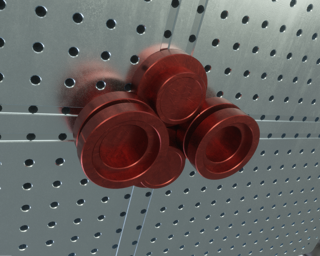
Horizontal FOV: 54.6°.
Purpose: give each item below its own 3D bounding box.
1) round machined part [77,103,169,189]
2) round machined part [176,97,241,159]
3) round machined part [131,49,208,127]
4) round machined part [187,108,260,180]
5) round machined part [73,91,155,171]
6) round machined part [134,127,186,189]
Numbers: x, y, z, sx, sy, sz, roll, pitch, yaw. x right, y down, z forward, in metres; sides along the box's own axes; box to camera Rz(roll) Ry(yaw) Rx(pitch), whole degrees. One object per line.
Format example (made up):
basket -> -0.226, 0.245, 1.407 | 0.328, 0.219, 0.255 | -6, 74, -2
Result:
round machined part -> -0.043, 0.016, 0.344 | 0.099, 0.042, 0.097 | -14, 124, -21
round machined part -> 0.066, 0.001, 0.435 | 0.099, 0.042, 0.097 | -14, 124, -21
round machined part -> 0.017, -0.043, 0.382 | 0.099, 0.042, 0.097 | -14, 124, -21
round machined part -> 0.079, 0.017, 0.411 | 0.099, 0.042, 0.097 | -14, 124, -21
round machined part -> -0.054, 0.001, 0.370 | 0.099, 0.042, 0.097 | -14, 124, -21
round machined part -> -0.005, 0.043, 0.423 | 0.099, 0.042, 0.097 | -14, 124, -21
